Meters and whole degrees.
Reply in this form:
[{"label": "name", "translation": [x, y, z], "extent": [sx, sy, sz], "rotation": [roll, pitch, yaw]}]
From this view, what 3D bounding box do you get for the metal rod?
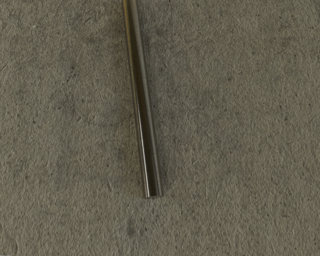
[{"label": "metal rod", "translation": [-0.027, -0.055, 0.428], "extent": [0.025, 0.025, 0.299], "rotation": [-7, 70, -3]}]
